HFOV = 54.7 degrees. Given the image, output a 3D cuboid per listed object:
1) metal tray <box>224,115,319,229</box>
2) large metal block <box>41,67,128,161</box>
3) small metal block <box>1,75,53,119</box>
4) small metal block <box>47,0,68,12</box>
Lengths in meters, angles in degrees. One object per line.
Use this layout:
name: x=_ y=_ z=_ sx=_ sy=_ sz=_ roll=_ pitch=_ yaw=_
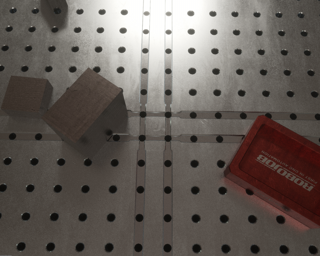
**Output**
metal tray: x=0.160 y=0.053 z=0.391 sx=0.130 sy=0.030 sz=0.090 roll=31 pitch=73 yaw=10
large metal block: x=-0.088 y=-0.014 z=0.387 sx=0.050 sy=0.080 sz=0.080 roll=35 pitch=74 yaw=11
small metal block: x=-0.181 y=-0.042 z=0.425 sx=0.050 sy=0.025 sz=0.050 roll=6 pitch=70 yaw=2
small metal block: x=-0.171 y=-0.218 z=0.476 sx=0.025 sy=0.050 sz=0.050 roll=-30 pitch=73 yaw=-10
